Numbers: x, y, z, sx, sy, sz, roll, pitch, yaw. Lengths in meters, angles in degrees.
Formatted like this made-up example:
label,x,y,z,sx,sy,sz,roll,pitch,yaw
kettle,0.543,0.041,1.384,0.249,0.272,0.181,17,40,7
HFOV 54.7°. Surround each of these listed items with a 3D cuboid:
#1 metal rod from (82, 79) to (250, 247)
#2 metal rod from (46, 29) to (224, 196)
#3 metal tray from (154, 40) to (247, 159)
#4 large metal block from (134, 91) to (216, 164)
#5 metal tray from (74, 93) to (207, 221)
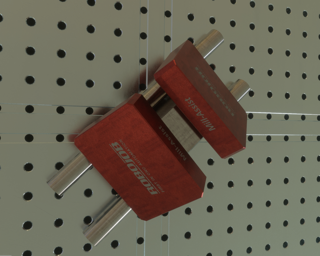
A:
label,x,y,z,sx,sy,sz,roll,pitch,yaw
metal rod,0.018,0.037,0.421,0.301,0.025,0.025,-44,104,-15
metal rod,-0.022,-0.029,0.406,0.301,0.025,0.025,-44,104,-15
metal tray,0.055,-0.037,0.376,0.130,0.030,0.090,49,31,-14
large metal block,0.014,-0.002,0.389,0.080,0.080,0.050,-44,104,-15
metal tray,-0.021,0.037,0.348,0.090,0.030,0.130,-31,105,27
